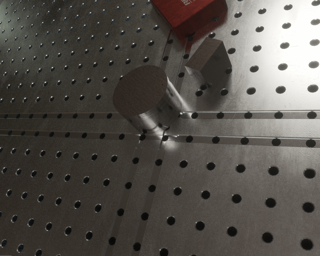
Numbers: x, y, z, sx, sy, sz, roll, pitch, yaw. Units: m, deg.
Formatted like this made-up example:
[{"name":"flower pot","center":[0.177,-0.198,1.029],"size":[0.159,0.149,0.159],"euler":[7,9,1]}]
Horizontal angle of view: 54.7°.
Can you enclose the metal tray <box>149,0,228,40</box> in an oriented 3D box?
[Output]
[{"name":"metal tray","center":[0.040,-0.213,0.513],"size":[0.090,0.030,0.130],"euler":[-33,52,6]}]

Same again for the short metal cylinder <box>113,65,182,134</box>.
[{"name":"short metal cylinder","center":[-0.017,-0.039,0.423],"size":[0.080,0.050,0.080],"euler":[-13,56,20]}]

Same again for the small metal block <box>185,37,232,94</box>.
[{"name":"small metal block","center":[0.065,-0.082,0.408],"size":[0.025,0.050,0.050],"euler":[29,77,37]}]
